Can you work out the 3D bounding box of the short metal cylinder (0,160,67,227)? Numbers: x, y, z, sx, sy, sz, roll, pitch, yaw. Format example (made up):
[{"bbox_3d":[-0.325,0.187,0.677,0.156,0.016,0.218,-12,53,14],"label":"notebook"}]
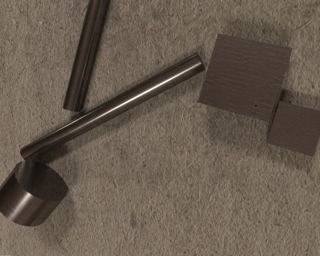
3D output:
[{"bbox_3d":[-0.182,0.092,0.442,0.080,0.080,0.050,44,103,14],"label":"short metal cylinder"}]

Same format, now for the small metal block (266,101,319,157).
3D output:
[{"bbox_3d":[0.155,0.000,0.354,0.050,0.025,0.050,18,96,18],"label":"small metal block"}]

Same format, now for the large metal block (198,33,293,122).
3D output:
[{"bbox_3d":[0.099,-0.056,0.361,0.080,0.050,0.080,18,96,18],"label":"large metal block"}]

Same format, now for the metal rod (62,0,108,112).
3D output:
[{"bbox_3d":[-0.090,-0.169,0.439,0.025,0.025,0.298,17,96,19],"label":"metal rod"}]

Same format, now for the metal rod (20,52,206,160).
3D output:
[{"bbox_3d":[-0.077,-0.022,0.434,0.300,0.025,0.025,-26,82,17],"label":"metal rod"}]
